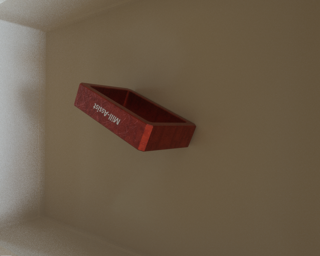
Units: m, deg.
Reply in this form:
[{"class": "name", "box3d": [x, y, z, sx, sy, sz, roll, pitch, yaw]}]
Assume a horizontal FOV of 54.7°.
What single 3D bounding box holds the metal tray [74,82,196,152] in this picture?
[{"class": "metal tray", "box3d": [-0.032, -0.016, 0.384, 0.130, 0.091, 0.030, 31, 109, 35]}]
